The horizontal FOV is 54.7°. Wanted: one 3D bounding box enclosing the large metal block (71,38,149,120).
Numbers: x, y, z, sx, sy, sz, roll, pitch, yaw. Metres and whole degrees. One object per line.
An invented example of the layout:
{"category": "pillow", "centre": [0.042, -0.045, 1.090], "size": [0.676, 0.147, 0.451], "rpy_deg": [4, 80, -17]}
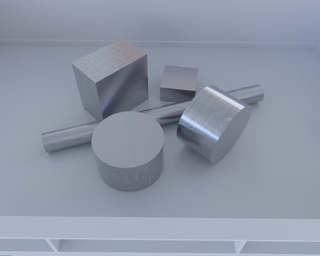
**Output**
{"category": "large metal block", "centre": [-0.063, -0.062, 0.420], "size": [0.080, 0.080, 0.050], "rpy_deg": [-36, 59, -26]}

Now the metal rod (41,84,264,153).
{"category": "metal rod", "centre": [0.000, -0.016, 0.417], "size": [0.302, 0.025, 0.025], "rpy_deg": [-14, 52, -12]}

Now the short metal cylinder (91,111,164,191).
{"category": "short metal cylinder", "centre": [-0.036, 0.026, 0.364], "size": [0.081, 0.050, 0.080], "rpy_deg": [0, 50, 0]}

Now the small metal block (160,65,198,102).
{"category": "small metal block", "centre": [0.029, -0.065, 0.458], "size": [0.050, 0.025, 0.050], "rpy_deg": [7, 50, 5]}

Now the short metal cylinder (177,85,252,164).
{"category": "short metal cylinder", "centre": [0.065, -0.004, 0.372], "size": [0.050, 0.080, 0.080], "rpy_deg": [35, 58, 25]}
